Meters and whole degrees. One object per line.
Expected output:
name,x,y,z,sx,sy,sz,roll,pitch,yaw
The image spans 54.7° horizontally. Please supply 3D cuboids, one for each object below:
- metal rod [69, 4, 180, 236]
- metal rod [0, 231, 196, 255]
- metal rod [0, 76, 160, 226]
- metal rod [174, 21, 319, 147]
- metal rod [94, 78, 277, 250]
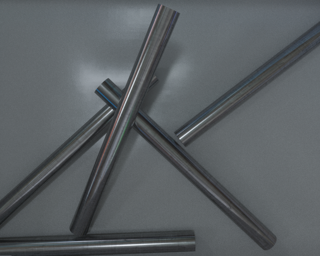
metal rod,-0.049,0.005,0.367,0.025,0.025,0.298,24,107,0
metal rod,-0.105,0.156,0.410,0.302,0.025,0.025,-2,90,0
metal rod,-0.120,0.030,0.410,0.300,0.025,0.025,-42,90,0
metal rod,0.146,-0.076,0.412,0.301,0.025,0.025,-37,90,0
metal rod,0.037,0.050,0.397,0.300,0.025,0.025,43,90,-6
